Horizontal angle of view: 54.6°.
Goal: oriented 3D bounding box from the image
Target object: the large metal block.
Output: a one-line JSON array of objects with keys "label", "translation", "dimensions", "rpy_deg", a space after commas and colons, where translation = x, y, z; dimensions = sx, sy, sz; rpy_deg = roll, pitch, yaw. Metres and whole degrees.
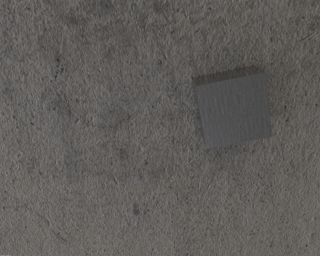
[{"label": "large metal block", "translation": [0.088, -0.027, 0.387], "dimensions": [0.080, 0.050, 0.080], "rpy_deg": [-11, 110, 4]}]
